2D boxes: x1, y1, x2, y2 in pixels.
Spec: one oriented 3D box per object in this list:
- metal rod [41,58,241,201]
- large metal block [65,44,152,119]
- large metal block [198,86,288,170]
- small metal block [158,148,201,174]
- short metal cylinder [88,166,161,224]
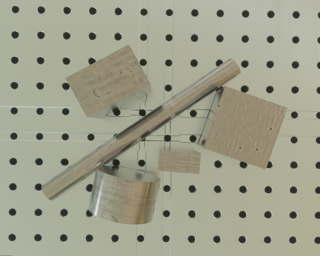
[{"bbox_3d":[-0.024,0.001,0.412,0.301,0.025,0.025,-34,90,-1],"label":"metal rod"},{"bbox_3d":[-0.058,-0.053,0.386,0.080,0.080,0.050,-28,90,0],"label":"large metal block"},{"bbox_3d":[0.103,0.000,0.400,0.080,0.050,0.080,19,90,-1],"label":"large metal block"},{"bbox_3d":[0.024,0.041,0.401,0.050,0.050,0.025,5,90,-1],"label":"small metal block"},{"bbox_3d":[-0.044,0.081,0.385,0.080,0.080,0.050,12,90,-1],"label":"short metal cylinder"}]
